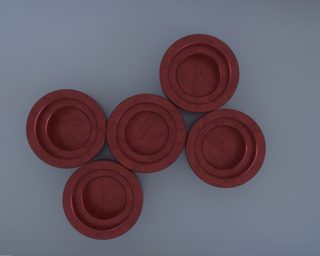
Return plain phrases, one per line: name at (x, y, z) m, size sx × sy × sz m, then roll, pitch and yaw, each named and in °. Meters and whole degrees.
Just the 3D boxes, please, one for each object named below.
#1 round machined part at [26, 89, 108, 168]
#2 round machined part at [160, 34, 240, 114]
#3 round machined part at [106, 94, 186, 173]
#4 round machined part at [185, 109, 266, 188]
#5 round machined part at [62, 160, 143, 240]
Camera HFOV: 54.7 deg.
round machined part at (-0.115, 0.001, 0.400) m, size 0.099 × 0.042 × 0.097 m, roll 0°, pitch 90°, yaw 0°
round machined part at (0.049, -0.067, 0.401) m, size 0.099 × 0.042 × 0.097 m, roll 0°, pitch 90°, yaw 0°
round machined part at (-0.017, 0.007, 0.399) m, size 0.099 × 0.042 × 0.097 m, roll 0°, pitch 90°, yaw 0°
round machined part at (0.081, 0.025, 0.401) m, size 0.099 × 0.042 × 0.097 m, roll 0°, pitch 90°, yaw 0°
round machined part at (-0.070, 0.088, 0.399) m, size 0.099 × 0.042 × 0.097 m, roll 0°, pitch 90°, yaw 0°
